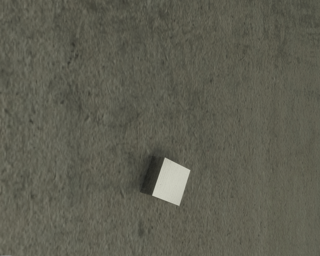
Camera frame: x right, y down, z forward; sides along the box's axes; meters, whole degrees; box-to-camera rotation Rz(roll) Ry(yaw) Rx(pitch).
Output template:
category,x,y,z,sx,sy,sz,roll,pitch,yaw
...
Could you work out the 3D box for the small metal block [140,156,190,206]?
category,x,y,z,sx,sy,sz,roll,pitch,yaw
small metal block,0.008,0.070,0.410,0.050,0.025,0.050,30,71,-36
